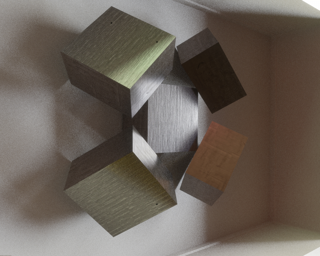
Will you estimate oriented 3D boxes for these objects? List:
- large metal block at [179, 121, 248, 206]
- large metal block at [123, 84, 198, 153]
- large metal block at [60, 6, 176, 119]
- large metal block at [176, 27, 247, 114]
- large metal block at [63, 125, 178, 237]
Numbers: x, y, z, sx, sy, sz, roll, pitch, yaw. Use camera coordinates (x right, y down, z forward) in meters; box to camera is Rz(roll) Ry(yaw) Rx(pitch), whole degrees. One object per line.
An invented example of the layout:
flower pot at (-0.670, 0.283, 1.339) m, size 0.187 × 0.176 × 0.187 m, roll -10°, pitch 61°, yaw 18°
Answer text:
large metal block at (0.070, 0.050, 0.419) m, size 0.080 × 0.050 × 0.080 m, roll -59°, pitch 169°, yaw -24°
large metal block at (0.001, -0.011, 0.388) m, size 0.081 × 0.050 × 0.080 m, roll 1°, pitch 90°, yaw -40°
large metal block at (-0.040, -0.070, 0.324) m, size 0.080 × 0.080 × 0.050 m, roll -53°, pitch 165°, yaw -27°
large metal block at (0.067, -0.079, 0.417) m, size 0.080 × 0.050 × 0.080 m, roll 54°, pitch 16°, yaw -26°
large metal block at (-0.039, 0.057, 0.329) m, size 0.080 × 0.050 × 0.080 m, roll -30°, pitch 118°, yaw 12°
